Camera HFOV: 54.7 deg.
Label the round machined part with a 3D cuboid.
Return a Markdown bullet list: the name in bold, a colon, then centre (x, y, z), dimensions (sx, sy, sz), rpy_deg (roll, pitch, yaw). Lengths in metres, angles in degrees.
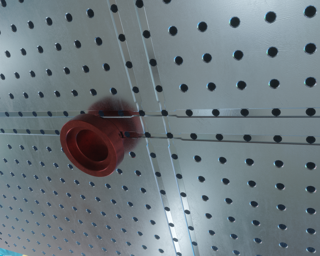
- **round machined part**: centre (-0.096, 0.022, 0.462), dimensions (0.098, 0.042, 0.097), rpy_deg (13, 124, 20)
